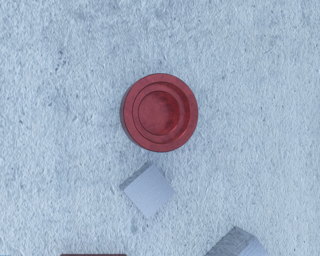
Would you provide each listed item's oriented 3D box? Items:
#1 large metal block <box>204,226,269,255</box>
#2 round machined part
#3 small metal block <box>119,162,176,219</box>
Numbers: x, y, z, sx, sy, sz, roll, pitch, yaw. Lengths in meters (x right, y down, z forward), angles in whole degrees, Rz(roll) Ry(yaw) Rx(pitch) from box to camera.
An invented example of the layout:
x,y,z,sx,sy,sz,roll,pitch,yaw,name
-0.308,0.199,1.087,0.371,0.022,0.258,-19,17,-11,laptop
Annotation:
x,y,z,sx,sy,sz,roll,pitch,yaw,name
0.113,0.202,0.438,0.080,0.050,0.080,-38,102,-16,large metal block
-0.004,-0.019,0.399,0.099,0.042,0.097,0,90,-20,round machined part
-0.016,0.080,0.403,0.050,0.025,0.050,-41,103,-16,small metal block
